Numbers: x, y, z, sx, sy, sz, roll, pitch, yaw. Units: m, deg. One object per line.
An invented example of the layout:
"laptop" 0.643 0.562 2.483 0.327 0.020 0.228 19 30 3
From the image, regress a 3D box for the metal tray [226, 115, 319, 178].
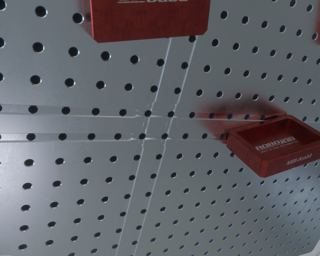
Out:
"metal tray" 0.182 0.023 0.482 0.131 0.090 0.030 -13 124 -21

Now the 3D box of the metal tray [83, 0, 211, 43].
"metal tray" -0.010 -0.140 0.316 0.131 0.030 0.089 -11 123 -22
